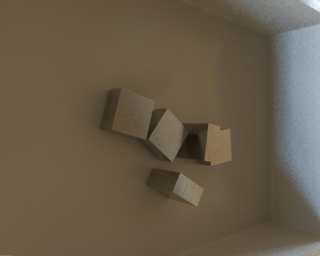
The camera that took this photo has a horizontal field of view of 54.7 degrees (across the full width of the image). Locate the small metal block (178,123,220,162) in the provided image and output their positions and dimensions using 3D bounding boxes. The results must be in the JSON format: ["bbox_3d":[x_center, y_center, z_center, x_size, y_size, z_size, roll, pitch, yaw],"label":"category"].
[{"bbox_3d":[0.055,0.020,0.436,0.025,0.050,0.050,13,82,-40],"label":"small metal block"}]

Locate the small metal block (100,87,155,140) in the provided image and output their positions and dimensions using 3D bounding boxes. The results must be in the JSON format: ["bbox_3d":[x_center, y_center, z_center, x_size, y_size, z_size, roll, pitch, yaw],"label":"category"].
[{"bbox_3d":[-0.038,-0.016,0.373,0.050,0.025,0.050,20,78,-39],"label":"small metal block"}]

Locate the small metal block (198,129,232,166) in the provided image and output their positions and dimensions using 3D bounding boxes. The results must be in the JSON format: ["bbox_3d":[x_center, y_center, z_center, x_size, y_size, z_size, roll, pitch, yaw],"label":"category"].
[{"bbox_3d":[0.084,0.028,0.477,0.050,0.025,0.050,-7,95,-40],"label":"small metal block"}]

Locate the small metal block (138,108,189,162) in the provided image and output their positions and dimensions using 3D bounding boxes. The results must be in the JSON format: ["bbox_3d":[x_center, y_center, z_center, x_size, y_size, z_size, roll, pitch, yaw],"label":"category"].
[{"bbox_3d":[0.005,0.009,0.409,0.050,0.025,0.050,46,62,-30],"label":"small metal block"}]

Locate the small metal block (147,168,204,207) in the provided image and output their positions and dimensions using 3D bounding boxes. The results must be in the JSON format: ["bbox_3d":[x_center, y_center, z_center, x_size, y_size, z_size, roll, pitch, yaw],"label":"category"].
[{"bbox_3d":[0.020,0.077,0.406,0.050,0.050,0.025,38,68,-35],"label":"small metal block"}]
